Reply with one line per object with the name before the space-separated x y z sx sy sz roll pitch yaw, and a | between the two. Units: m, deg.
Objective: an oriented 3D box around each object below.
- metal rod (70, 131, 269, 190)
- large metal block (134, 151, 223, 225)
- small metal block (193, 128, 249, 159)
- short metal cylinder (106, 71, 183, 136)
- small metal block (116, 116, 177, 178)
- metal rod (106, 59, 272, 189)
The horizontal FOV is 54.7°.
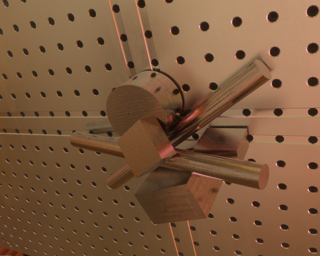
metal rod | -0.016 0.032 0.389 0.300 0.025 0.025 7 123 40
large metal block | 0.027 0.074 0.401 0.080 0.080 0.050 -19 108 35
small metal block | 0.073 0.023 0.366 0.050 0.050 0.025 1 119 29
short metal cylinder | -0.019 -0.025 0.385 0.080 0.050 0.079 13 123 21
small metal block | -0.017 0.022 0.353 0.050 0.025 0.050 -41 73 39
metal rod | 0.015 0.014 0.408 0.025 0.025 0.299 47 129 -5
